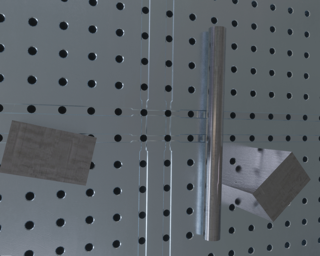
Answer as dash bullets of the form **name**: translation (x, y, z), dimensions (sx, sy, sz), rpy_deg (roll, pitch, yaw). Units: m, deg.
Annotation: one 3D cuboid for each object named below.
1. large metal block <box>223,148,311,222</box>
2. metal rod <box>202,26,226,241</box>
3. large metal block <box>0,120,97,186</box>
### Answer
- **large metal block**: translation (0.145, 0.075, 0.437), dimensions (0.080, 0.080, 0.050), rpy_deg (-41, 103, -15)
- **metal rod**: translation (0.078, 0.007, 0.441), dimensions (0.025, 0.025, 0.298), rpy_deg (2, 89, -20)
- **large metal block**: translation (-0.121, 0.025, 0.339), dimensions (0.081, 0.080, 0.050), rpy_deg (13, 86, -20)
